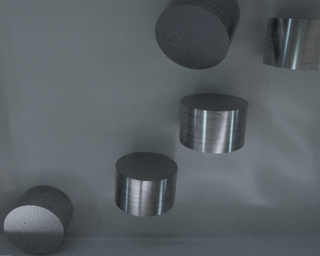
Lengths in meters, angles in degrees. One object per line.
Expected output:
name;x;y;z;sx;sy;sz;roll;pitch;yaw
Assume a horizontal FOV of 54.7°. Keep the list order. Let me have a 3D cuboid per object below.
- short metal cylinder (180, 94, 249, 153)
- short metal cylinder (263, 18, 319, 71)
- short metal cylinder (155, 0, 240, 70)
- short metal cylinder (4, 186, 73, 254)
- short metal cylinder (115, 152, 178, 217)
short metal cylinder;0.065;-0.009;0.379;0.081;0.080;0.050;0;110;0
short metal cylinder;0.160;-0.096;0.348;0.081;0.080;0.050;1;110;-1
short metal cylinder;0.041;-0.111;0.336;0.080;0.050;0.080;17;146;12
short metal cylinder;-0.171;0.130;0.444;0.081;0.050;0.079;0;110;0
short metal cylinder;-0.019;0.071;0.408;0.081;0.080;0.050;4;110;-2
